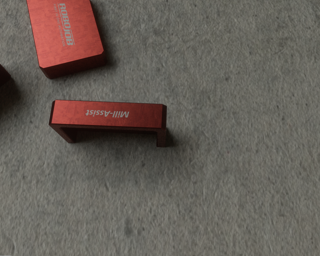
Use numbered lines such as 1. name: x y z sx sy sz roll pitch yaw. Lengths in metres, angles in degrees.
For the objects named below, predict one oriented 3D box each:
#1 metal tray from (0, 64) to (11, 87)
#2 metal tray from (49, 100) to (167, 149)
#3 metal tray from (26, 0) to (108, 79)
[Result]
1. metal tray: -0.267 -0.054 0.389 0.030 0.090 0.130 43 75 13
2. metal tray: -0.058 -0.002 0.386 0.131 0.090 0.030 2 71 1
3. metal tray: -0.138 -0.144 0.456 0.091 0.030 0.130 -16 71 -6
